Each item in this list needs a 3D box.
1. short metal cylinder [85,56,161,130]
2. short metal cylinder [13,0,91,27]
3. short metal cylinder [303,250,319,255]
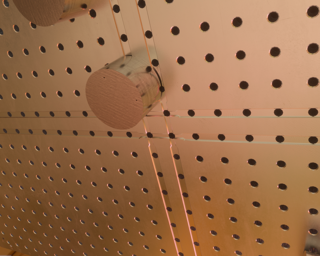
[{"bbox_3d":[-0.045,-0.045,0.391,0.080,0.050,0.079,13,124,21],"label":"short metal cylinder"},{"bbox_3d":[-0.127,-0.165,0.360,0.080,0.050,0.079,13,124,21],"label":"short metal cylinder"},{"bbox_3d":[0.206,0.205,0.394,0.050,0.080,0.079,11,123,22],"label":"short metal cylinder"}]
